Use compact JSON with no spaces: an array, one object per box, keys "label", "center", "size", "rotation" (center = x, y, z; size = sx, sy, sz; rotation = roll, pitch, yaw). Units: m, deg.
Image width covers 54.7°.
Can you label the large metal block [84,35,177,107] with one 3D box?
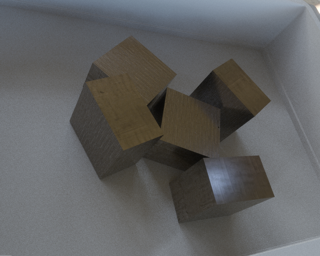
[{"label":"large metal block","center":[-0.038,-0.062,0.406],"size":[0.080,0.050,0.080],"rotation":[41,51,-1]}]

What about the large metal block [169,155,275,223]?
[{"label":"large metal block","center":[0.069,0.072,0.364],"size":[0.081,0.080,0.050],"rotation":[1,62,-28]}]

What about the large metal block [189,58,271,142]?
[{"label":"large metal block","center":[0.093,-0.037,0.443],"size":[0.080,0.080,0.050],"rotation":[49,51,6]}]

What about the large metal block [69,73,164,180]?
[{"label":"large metal block","center":[-0.052,-0.001,0.342],"size":[0.050,0.080,0.080],"rotation":[-21,73,-36]}]

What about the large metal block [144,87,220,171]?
[{"label":"large metal block","center":[0.030,0.005,0.402],"size":[0.080,0.050,0.080],"rotation":[21,54,-17]}]
